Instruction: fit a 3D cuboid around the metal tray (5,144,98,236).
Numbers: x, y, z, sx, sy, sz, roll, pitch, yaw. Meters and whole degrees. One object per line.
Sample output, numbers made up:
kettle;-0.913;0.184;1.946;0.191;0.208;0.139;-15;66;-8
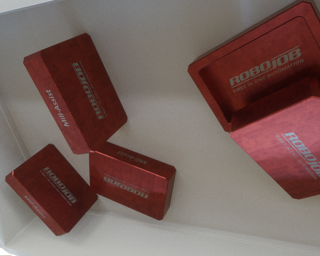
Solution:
metal tray;-0.177;0.102;0.520;0.030;0.090;0.130;-31;102;38

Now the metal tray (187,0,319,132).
metal tray;0.105;-0.057;0.314;0.130;0.030;0.090;-24;106;36

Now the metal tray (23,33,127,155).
metal tray;-0.099;-0.043;0.389;0.030;0.090;0.129;-10;114;32

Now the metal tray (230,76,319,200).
metal tray;0.145;0.018;0.315;0.090;0.030;0.130;-29;121;38

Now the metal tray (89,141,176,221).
metal tray;-0.046;0.080;0.477;0.130;0.030;0.089;19;126;16
